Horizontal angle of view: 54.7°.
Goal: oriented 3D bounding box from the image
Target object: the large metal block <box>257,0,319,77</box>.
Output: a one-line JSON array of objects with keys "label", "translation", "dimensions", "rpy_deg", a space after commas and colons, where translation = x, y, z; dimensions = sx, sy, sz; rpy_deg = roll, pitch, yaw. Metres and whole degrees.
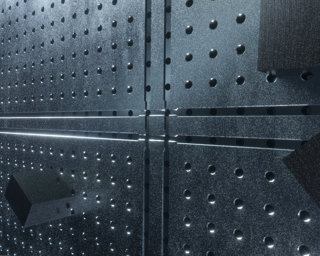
[{"label": "large metal block", "translation": [0.138, -0.091, 0.278], "dimensions": [0.080, 0.050, 0.079], "rpy_deg": [4, 93, 39]}]

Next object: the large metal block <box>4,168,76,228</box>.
[{"label": "large metal block", "translation": [-0.211, 0.119, 0.544], "dimensions": [0.080, 0.081, 0.050], "rpy_deg": [39, 114, 32]}]

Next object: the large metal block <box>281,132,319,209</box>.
[{"label": "large metal block", "translation": [0.166, 0.034, 0.256], "dimensions": [0.080, 0.050, 0.080], "rpy_deg": [-46, 63, 30]}]
